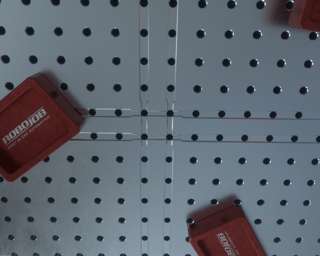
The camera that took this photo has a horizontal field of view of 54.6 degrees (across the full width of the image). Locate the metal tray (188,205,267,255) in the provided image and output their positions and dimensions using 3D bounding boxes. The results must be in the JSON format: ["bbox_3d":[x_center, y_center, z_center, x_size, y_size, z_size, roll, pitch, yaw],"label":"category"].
[{"bbox_3d":[0.112,0.192,0.481,0.090,0.030,0.130,-27,108,9],"label":"metal tray"}]

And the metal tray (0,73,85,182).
[{"bbox_3d":[-0.179,0.002,0.409,0.130,0.030,0.090,-35,107,12],"label":"metal tray"}]

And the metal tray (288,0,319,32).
[{"bbox_3d":[0.199,-0.163,0.319,0.090,0.030,0.129,8,110,-3],"label":"metal tray"}]
